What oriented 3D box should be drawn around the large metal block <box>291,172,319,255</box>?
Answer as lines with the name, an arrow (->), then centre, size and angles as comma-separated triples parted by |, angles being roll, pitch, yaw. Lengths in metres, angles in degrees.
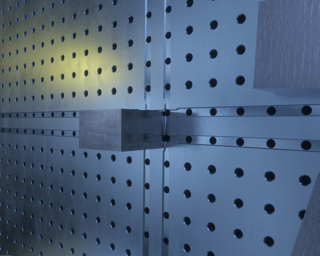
large metal block -> 0.167, 0.085, 0.255 | 0.080, 0.050, 0.079 | 21, 103, 37

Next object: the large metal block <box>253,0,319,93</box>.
large metal block -> 0.136, -0.074, 0.280 | 0.080, 0.050, 0.079 | 5, 94, 39

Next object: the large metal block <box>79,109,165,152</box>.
large metal block -> -0.050, 0.002, 0.412 | 0.080, 0.081, 0.050 | 1, 91, 39
